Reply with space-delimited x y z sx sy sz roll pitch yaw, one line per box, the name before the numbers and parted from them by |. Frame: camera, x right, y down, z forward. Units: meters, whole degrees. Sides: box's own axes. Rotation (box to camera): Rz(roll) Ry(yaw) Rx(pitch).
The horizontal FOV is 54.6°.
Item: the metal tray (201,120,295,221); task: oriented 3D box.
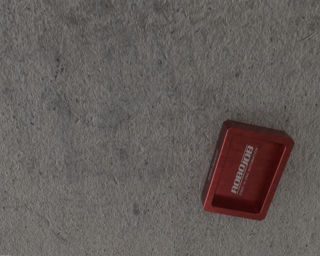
metal tray | 0.117 0.061 0.430 0.090 0.030 0.129 11 110 -4
